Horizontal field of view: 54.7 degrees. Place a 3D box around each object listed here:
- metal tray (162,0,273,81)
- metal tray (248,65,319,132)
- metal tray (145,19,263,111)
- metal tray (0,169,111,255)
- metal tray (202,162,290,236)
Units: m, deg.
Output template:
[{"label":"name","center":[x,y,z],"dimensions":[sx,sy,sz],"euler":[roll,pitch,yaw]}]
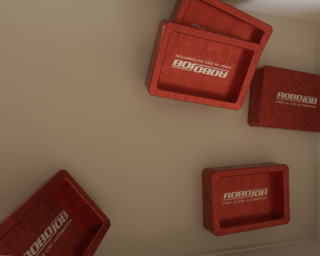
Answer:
[{"label":"metal tray","center":[0.073,-0.118,0.415],"dimensions":[0.131,0.030,0.089],"euler":[17,109,-19]},{"label":"metal tray","center":[0.203,-0.042,0.482],"dimensions":[0.131,0.030,0.089],"euler":[5,88,-20]},{"label":"metal tray","center":[0.054,-0.078,0.395],"dimensions":[0.131,0.030,0.089],"euler":[8,112,-16]},{"label":"metal tray","center":[-0.111,0.111,0.316],"dimensions":[0.030,0.130,0.090],"euler":[-34,99,23]},{"label":"metal tray","center":[0.128,0.101,0.454],"dimensions":[0.131,0.030,0.089],"euler":[-2,91,-20]}]
